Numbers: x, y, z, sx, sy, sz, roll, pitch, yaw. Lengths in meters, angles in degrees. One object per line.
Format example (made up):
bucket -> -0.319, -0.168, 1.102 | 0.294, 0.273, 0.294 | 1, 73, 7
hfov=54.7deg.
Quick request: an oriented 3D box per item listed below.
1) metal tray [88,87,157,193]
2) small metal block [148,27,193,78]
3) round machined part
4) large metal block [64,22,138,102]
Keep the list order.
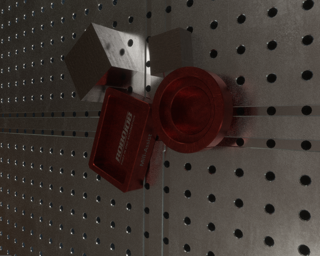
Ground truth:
metal tray -> -0.052, 0.015, 0.446 | 0.090, 0.030, 0.129 | 26, 106, 36
small metal block -> 0.014, -0.095, 0.396 | 0.050, 0.025, 0.050 | -5, 87, 39
round machined part -> 0.041, -0.020, 0.363 | 0.098, 0.042, 0.097 | 0, 90, 39
large metal block -> -0.091, -0.095, 0.465 | 0.080, 0.050, 0.080 | -39, 66, 32
